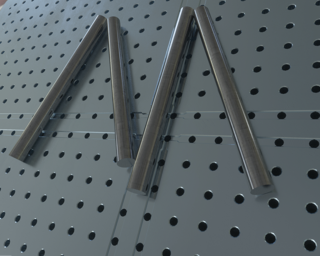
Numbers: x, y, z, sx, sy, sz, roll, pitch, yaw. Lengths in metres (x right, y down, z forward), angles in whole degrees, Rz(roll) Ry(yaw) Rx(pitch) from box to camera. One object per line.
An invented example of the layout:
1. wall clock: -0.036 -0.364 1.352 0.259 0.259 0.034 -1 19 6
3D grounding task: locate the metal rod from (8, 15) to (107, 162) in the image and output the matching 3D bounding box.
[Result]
1. metal rod: -0.171 -0.079 0.548 0.025 0.025 0.300 13 68 34

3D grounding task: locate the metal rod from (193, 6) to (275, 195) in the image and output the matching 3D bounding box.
1. metal rod: 0.084 -0.059 0.400 0.025 0.025 0.300 -21 54 16

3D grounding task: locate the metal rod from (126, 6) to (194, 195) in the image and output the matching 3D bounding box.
1. metal rod: 0.008 -0.054 0.438 0.025 0.025 0.300 1 62 29

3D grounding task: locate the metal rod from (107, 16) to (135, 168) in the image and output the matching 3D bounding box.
1. metal rod: -0.065 -0.075 0.489 0.025 0.025 0.300 -21 54 16
